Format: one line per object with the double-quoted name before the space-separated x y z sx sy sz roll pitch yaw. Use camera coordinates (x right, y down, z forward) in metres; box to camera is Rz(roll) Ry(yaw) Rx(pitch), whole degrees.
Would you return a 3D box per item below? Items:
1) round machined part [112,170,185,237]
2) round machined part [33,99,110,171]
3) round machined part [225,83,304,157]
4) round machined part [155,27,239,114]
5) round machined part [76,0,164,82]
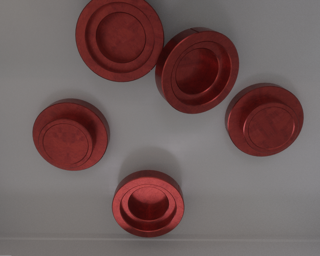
"round machined part" -0.016 0.102 0.440 0.099 0.042 0.097 0 110 0
"round machined part" -0.118 0.014 0.406 0.099 0.042 0.097 0 110 0
"round machined part" 0.137 -0.006 0.401 0.099 0.042 0.097 0 110 0
"round machined part" 0.040 -0.069 0.365 0.099 0.042 0.097 -12 122 -19
"round machined part" -0.044 -0.106 0.363 0.099 0.042 0.097 0 110 0
